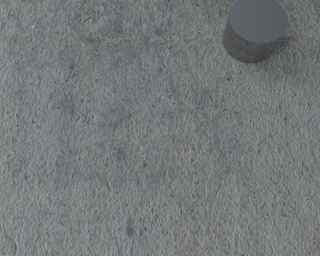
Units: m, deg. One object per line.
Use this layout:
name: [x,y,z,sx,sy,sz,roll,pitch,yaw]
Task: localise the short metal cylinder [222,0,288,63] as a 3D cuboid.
short metal cylinder: [0.135,-0.141,0.447,0.081,0.050,0.080,0,70,0]
